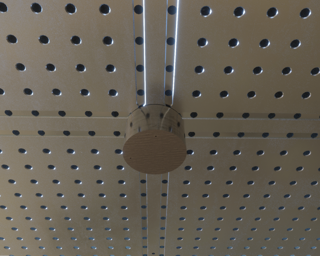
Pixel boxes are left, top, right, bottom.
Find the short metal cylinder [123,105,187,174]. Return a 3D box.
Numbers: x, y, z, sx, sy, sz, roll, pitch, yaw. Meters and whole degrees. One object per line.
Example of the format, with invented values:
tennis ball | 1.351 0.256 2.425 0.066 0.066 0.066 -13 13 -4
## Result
short metal cylinder | -0.007 0.016 0.408 0.081 0.050 0.079 0 130 0
